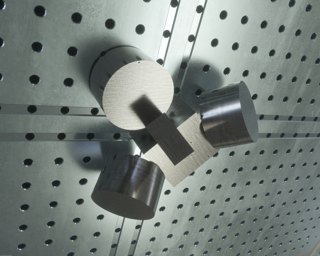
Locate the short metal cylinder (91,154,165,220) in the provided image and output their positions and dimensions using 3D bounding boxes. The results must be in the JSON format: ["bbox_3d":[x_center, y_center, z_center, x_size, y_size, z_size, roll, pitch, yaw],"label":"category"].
[{"bbox_3d":[-0.039,0.075,0.389,0.080,0.050,0.080,12,145,9],"label":"short metal cylinder"}]

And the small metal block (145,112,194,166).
[{"bbox_3d":[0.010,0.013,0.340,0.025,0.050,0.050,-37,86,-1],"label":"small metal block"}]

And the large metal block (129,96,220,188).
[{"bbox_3d":[0.020,0.019,0.410,0.080,0.050,0.080,-39,130,-2],"label":"large metal block"}]

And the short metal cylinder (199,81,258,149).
[{"bbox_3d":[0.091,-0.016,0.402,0.050,0.080,0.080,-13,136,28],"label":"short metal cylinder"}]

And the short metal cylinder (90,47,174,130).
[{"bbox_3d":[-0.032,-0.045,0.346,0.081,0.050,0.079,-14,124,-21],"label":"short metal cylinder"}]
